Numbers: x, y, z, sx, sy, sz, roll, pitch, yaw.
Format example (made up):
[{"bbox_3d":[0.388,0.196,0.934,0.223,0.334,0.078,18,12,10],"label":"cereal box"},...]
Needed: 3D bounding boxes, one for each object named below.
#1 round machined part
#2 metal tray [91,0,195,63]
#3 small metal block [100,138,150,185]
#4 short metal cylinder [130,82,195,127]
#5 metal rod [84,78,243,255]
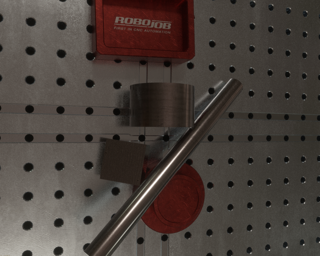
[{"bbox_3d":[0.017,0.092,0.411,0.099,0.042,0.097,0,90,-21],"label":"round machined part"},{"bbox_3d":[-0.020,-0.134,0.402,0.131,0.030,0.089,-2,91,-21],"label":"metal tray"},{"bbox_3d":[-0.043,0.042,0.386,0.050,0.025,0.050,8,87,9],"label":"small metal block"},{"bbox_3d":[0.003,-0.026,0.385,0.081,0.080,0.050,0,90,-20],"label":"short metal cylinder"},{"bbox_3d":[0.021,0.037,0.389,0.025,0.025,0.301,49,63,-14],"label":"metal rod"}]
